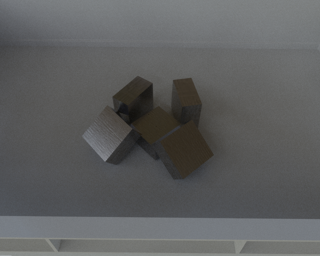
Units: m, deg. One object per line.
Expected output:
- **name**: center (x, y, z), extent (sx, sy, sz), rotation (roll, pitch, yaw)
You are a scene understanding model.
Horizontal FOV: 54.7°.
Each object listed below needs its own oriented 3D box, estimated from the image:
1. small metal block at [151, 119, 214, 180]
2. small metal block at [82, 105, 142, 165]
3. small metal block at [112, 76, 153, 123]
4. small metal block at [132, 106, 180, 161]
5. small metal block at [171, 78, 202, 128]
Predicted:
- **small metal block**: center (0.027, 0.026, 0.365), extent (0.050, 0.025, 0.050), rotation (-34, 95, -26)
- **small metal block**: center (-0.059, 0.009, 0.380), extent (0.050, 0.025, 0.050), rotation (41, 94, 29)
- **small metal block**: center (-0.034, -0.033, 0.413), extent (0.025, 0.050, 0.050), rotation (29, 56, 22)
- **small metal block**: center (-0.004, 0.006, 0.397), extent (0.050, 0.025, 0.050), rotation (-35, 58, -26)
- **small metal block**: center (0.034, -0.030, 0.412), extent (0.025, 0.050, 0.050), rotation (-8, 50, -8)
